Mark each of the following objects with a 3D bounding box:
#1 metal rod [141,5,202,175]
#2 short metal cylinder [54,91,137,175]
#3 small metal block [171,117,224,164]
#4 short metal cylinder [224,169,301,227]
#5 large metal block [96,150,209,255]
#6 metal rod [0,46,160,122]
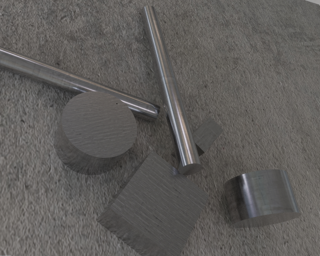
[{"bbox_3d":[0.007,-0.073,0.422,0.025,0.025,0.299,7,49,-25],"label":"metal rod"},{"bbox_3d":[-0.072,0.006,0.345,0.081,0.050,0.080,14,56,-21],"label":"short metal cylinder"},{"bbox_3d":[0.048,0.019,0.402,0.025,0.050,0.050,46,51,3],"label":"small metal block"},{"bbox_3d":[0.124,0.089,0.381,0.081,0.080,0.050,7,59,-25],"label":"short metal cylinder"},{"bbox_3d":[-0.007,0.085,0.332,0.080,0.050,0.080,39,51,-2],"label":"large metal block"},{"bbox_3d":[-0.141,-0.066,0.368,0.302,0.025,0.025,19,54,-17],"label":"metal rod"}]
